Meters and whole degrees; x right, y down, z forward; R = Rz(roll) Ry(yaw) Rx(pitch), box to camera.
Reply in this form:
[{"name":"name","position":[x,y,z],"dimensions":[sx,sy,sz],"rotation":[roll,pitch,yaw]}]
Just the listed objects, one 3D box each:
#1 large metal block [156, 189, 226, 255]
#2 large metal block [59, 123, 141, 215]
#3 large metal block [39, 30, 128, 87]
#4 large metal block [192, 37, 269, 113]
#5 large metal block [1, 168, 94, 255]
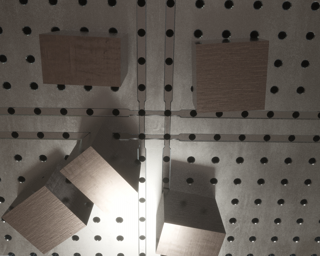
[{"name":"large metal block","position":[0.039,0.135,0.434],"dimensions":[0.081,0.080,0.050],"rotation":[12,110,-5]},{"name":"large metal block","position":[-0.072,0.050,0.402],"dimensions":[0.050,0.080,0.080],"rotation":[-38,106,12]},{"name":"large metal block","position":[-0.081,-0.082,0.353],"dimensions":[0.081,0.080,0.050],"rotation":[2,110,-1]},{"name":"large metal block","position":[0.082,-0.065,0.377],"dimensions":[0.081,0.050,0.079],"rotation":[-3,110,0]},{"name":"large metal block","position":[-0.156,0.118,0.441],"dimensions":[0.080,0.050,0.080],"rotation":[-36,107,12]}]
